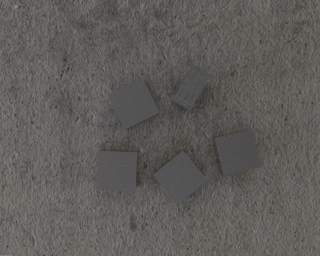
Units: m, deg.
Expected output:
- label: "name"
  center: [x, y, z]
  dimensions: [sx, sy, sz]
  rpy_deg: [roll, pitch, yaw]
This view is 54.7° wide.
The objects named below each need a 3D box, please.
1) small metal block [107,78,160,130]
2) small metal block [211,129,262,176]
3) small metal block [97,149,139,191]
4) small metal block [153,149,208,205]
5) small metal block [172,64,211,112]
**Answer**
- label: "small metal block"
  center: [-0.034, -0.031, 0.410]
  dimensions: [0.050, 0.025, 0.050]
  rpy_deg: [-26, 90, 0]
- label: "small metal block"
  center: [0.100, 0.031, 0.411]
  dimensions: [0.050, 0.025, 0.050]
  rpy_deg: [-13, 90, 0]
- label: "small metal block"
  center: [-0.055, 0.055, 0.409]
  dimensions: [0.050, 0.025, 0.050]
  rpy_deg: [2, 90, 0]
- label: "small metal block"
  center: [0.026, 0.064, 0.410]
  dimensions: [0.050, 0.025, 0.050]
  rpy_deg: [-39, 90, 0]
- label: "small metal block"
  center: [0.038, -0.049, 0.398]
  dimensions: [0.025, 0.050, 0.050]
  rpy_deg: [30, 90, 0]
